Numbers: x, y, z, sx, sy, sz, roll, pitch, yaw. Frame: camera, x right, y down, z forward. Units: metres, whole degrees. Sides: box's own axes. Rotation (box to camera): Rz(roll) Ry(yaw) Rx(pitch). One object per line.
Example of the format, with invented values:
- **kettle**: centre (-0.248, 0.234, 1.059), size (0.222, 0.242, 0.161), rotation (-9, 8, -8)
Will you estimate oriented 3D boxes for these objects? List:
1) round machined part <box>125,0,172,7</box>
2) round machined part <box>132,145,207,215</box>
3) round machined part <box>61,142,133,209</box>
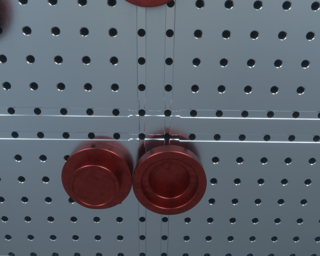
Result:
- **round machined part**: centre (-0.013, -0.183, 0.337), size (0.099, 0.042, 0.097), rotation (0, 110, -1)
- **round machined part**: centre (0.013, 0.068, 0.430), size (0.099, 0.042, 0.097), rotation (0, 110, -1)
- **round machined part**: centre (-0.088, 0.073, 0.430), size (0.099, 0.042, 0.097), rotation (0, 110, -1)
